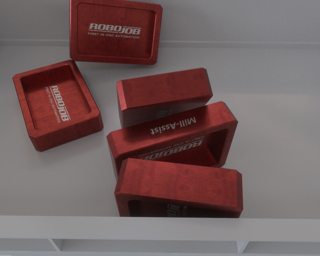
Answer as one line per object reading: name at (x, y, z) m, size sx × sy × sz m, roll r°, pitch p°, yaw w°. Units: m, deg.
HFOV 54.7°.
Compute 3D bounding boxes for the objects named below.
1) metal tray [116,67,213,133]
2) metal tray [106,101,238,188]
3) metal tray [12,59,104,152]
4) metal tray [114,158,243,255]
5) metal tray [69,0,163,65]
metal tray at (-0.001, -0.024, 0.357) m, size 0.091 × 0.130 × 0.030 m, roll -10°, pitch 78°, yaw -9°
metal tray at (0.014, 0.026, 0.340) m, size 0.131 × 0.090 × 0.030 m, roll -16°, pitch 53°, yaw -13°
metal tray at (-0.144, -0.037, 0.431) m, size 0.091 × 0.030 × 0.130 m, roll -20°, pitch 53°, yaw -17°
metal tray at (0.014, 0.079, 0.271) m, size 0.090 × 0.129 × 0.030 m, roll 6°, pitch 51°, yaw 5°
metal tray at (-0.066, -0.144, 0.462) m, size 0.131 × 0.089 × 0.030 m, roll -1°, pitch 24°, yaw -19°
